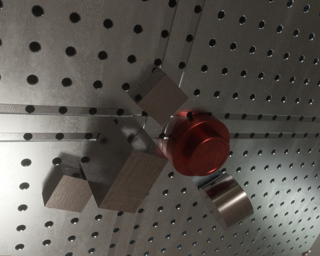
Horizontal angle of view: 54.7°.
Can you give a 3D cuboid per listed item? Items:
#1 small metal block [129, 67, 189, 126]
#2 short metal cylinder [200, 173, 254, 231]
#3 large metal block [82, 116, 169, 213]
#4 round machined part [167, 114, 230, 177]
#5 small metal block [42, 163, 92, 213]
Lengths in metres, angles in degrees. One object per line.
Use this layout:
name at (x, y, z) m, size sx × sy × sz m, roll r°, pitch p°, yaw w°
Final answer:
small metal block at (0.000, -0.039, 0.389) m, size 0.050 × 0.025 × 0.050 m, roll -46°, pitch 130°, yaw 4°
short metal cylinder at (0.108, 0.122, 0.513) m, size 0.050 × 0.080 × 0.080 m, roll -30°, pitch 129°, yaw -10°
large metal block at (-0.046, 0.044, 0.379) m, size 0.050 × 0.080 × 0.080 m, roll 21°, pitch 107°, yaw -36°
round machined part at (0.063, 0.032, 0.457) m, size 0.099 × 0.042 × 0.097 m, roll -14°, pitch 124°, yaw -21°
small metal block at (-0.115, 0.078, 0.398) m, size 0.050 × 0.025 × 0.050 m, roll 23°, pitch 106°, yaw -37°
